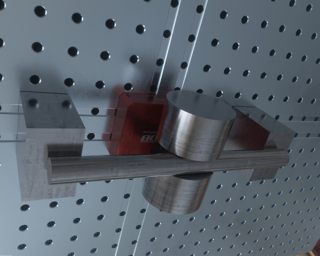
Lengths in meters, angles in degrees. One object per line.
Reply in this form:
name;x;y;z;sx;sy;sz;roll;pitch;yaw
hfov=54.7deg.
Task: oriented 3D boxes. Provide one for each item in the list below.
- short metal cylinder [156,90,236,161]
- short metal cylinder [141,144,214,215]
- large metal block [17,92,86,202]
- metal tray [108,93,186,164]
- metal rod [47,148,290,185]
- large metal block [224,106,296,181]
short metal cylinder;0.040;-0.005;0.356;0.081;0.080;0.050;1;118;-29
short metal cylinder;0.021;0.061;0.386;0.081;0.080;0.050;1;118;-29
large metal block;-0.117;0.016;0.320;0.050;0.080;0.079;1;118;-29
metal tray;0.005;0.004;0.413;0.131;0.030;0.089;1;118;-29
metal rod;0.034;0.039;0.349;0.303;0.025;0.025;0;118;-29
large metal block;0.140;0.022;0.464;0.050;0.080;0.079;1;118;-29
